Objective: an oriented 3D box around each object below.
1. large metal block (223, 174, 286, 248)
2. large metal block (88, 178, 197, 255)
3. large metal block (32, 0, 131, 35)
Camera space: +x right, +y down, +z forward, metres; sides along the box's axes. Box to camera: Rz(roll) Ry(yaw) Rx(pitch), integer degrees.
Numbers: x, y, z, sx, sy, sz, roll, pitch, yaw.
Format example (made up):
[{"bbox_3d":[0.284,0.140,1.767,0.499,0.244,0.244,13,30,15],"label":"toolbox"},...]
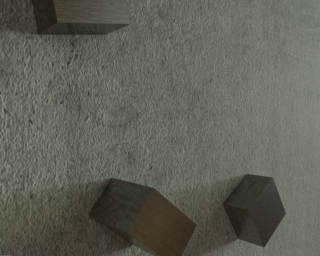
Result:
[{"bbox_3d":[0.161,0.137,0.523,0.080,0.050,0.080,-39,114,-33],"label":"large metal block"},{"bbox_3d":[-0.020,0.104,0.352,0.080,0.080,0.050,47,62,-30],"label":"large metal block"},{"bbox_3d":[-0.084,-0.142,0.318,0.081,0.050,0.079,-14,99,-39],"label":"large metal block"}]
